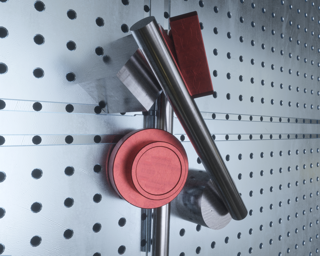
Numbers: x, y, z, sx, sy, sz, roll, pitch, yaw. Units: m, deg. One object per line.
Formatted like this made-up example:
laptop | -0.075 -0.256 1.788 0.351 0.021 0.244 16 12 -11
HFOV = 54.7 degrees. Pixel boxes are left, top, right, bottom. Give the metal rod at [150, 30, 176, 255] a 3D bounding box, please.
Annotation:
metal rod | 0.004 0.020 0.415 0.025 0.025 0.298 3 88 -40

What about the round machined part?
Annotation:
round machined part | -0.009 0.049 0.372 0.099 0.042 0.097 0 90 -23

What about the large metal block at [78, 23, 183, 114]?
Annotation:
large metal block | -0.032 -0.064 0.349 0.050 0.080 0.080 49 61 -29

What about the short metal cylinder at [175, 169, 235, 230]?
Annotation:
short metal cylinder | 0.069 0.102 0.454 0.081 0.050 0.079 0 90 -40

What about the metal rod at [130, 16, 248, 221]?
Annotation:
metal rod | 0.048 0.014 0.360 0.025 0.025 0.299 -51 128 -28

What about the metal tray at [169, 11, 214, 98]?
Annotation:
metal tray | 0.041 -0.090 0.391 0.130 0.030 0.089 -63 140 -75
